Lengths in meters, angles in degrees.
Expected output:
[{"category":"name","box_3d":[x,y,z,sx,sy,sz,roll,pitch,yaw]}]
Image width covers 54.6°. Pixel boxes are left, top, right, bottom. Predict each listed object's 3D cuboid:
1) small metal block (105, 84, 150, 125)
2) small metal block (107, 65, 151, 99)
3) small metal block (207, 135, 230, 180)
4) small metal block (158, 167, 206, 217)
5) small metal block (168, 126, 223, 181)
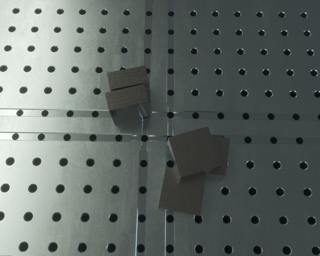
[{"category":"small metal block","box_3d":[-0.041,-0.030,0.409,0.050,0.050,0.025,-14,71,-5]},{"category":"small metal block","box_3d":[-0.041,-0.056,0.419,0.050,0.050,0.025,-12,71,-4]},{"category":"small metal block","box_3d":[0.060,0.036,0.399,0.050,0.025,0.050,10,70,3]},{"category":"small metal block","box_3d":[0.027,0.079,0.383,0.050,0.025,0.050,10,70,4]},{"category":"small metal block","box_3d":[0.041,0.031,0.374,0.050,0.025,0.050,-15,71,-6]}]
